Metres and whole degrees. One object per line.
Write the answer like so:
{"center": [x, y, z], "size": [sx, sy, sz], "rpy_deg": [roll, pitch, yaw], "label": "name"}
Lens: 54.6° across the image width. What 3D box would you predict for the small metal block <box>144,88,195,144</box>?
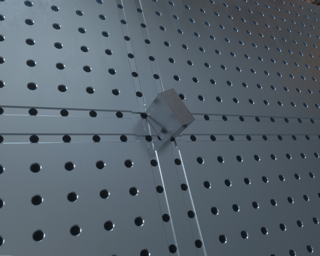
{"center": [0.011, -0.015, 0.407], "size": [0.025, 0.050, 0.050], "rpy_deg": [-25, 76, -37], "label": "small metal block"}
